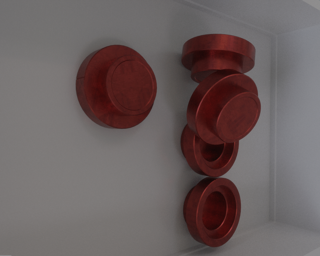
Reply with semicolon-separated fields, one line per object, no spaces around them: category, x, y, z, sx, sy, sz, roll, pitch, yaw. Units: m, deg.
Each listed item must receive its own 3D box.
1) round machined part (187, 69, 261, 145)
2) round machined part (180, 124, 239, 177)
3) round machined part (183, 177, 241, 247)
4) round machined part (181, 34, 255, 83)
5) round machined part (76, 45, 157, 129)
round machined part;0.086;-0.021;0.387;0.099;0.042;0.097;-16;124;-24
round machined part;0.069;0.020;0.453;0.099;0.042;0.097;0;91;-40
round machined part;0.073;0.120;0.457;0.099;0.042;0.097;0;90;-40
round machined part;0.078;-0.086;0.423;0.099;0.098;0.042;14;78;-39
round machined part;-0.043;-0.048;0.360;0.099;0.042;0.097;0;90;-40
